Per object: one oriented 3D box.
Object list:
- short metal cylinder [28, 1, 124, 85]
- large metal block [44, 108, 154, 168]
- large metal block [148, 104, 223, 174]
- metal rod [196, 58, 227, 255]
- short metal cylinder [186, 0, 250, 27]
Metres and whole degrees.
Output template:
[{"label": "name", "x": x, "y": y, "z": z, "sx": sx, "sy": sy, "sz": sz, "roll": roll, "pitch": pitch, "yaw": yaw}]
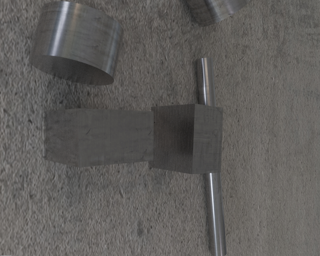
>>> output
[{"label": "short metal cylinder", "x": -0.080, "y": -0.078, "z": 0.302, "sx": 0.081, "sy": 0.080, "sz": 0.050, "roll": 17, "pitch": 80, "yaw": -39}, {"label": "large metal block", "x": -0.063, "y": 0.008, "z": 0.316, "sx": 0.081, "sy": 0.080, "sz": 0.050, "roll": 0, "pitch": 90, "yaw": -40}, {"label": "large metal block", "x": 0.031, "y": 0.013, "z": 0.395, "sx": 0.050, "sy": 0.080, "sz": 0.080, "roll": 4, "pitch": 88, "yaw": -40}, {"label": "metal rod", "x": 0.078, "y": 0.046, "z": 0.470, "sx": 0.025, "sy": 0.025, "sz": 0.298, "roll": -8, "pitch": 96, "yaw": -40}, {"label": "short metal cylinder", "x": 0.079, "y": -0.186, "z": 0.434, "sx": 0.080, "sy": 0.080, "sz": 0.050, "roll": -48, "pitch": 119, "yaw": -29}]
